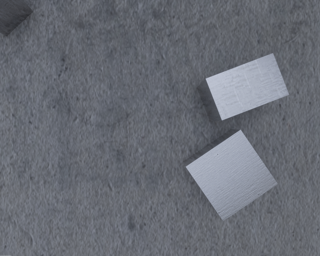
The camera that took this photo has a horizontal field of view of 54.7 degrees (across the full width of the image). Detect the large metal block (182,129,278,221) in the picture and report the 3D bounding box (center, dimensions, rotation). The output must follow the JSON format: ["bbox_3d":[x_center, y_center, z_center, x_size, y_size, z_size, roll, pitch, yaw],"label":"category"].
[{"bbox_3d":[0.087,0.057,0.399,0.080,0.050,0.080,-34,90,0],"label":"large metal block"}]

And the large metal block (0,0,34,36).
[{"bbox_3d":[-0.217,-0.170,0.380,0.050,0.080,0.080,-44,91,0],"label":"large metal block"}]

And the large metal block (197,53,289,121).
[{"bbox_3d":[0.097,-0.046,0.384,0.080,0.080,0.050,-21,90,0],"label":"large metal block"}]
